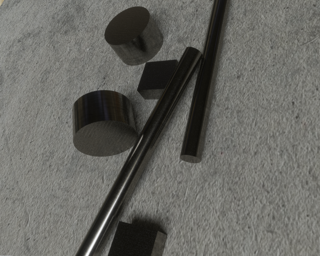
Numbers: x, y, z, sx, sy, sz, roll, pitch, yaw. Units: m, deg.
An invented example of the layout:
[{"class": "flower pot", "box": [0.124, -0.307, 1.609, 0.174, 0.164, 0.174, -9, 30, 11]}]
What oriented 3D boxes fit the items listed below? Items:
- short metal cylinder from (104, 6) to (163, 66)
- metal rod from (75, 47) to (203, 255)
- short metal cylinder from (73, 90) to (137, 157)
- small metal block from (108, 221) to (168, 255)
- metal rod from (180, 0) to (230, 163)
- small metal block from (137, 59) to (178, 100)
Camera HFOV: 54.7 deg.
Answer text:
[{"class": "short metal cylinder", "box": [-0.042, -0.148, 0.501, 0.080, 0.050, 0.080, -13, 56, 21]}, {"class": "metal rod", "box": [-0.022, 0.028, 0.385, 0.025, 0.025, 0.300, 19, 75, 35]}, {"class": "short metal cylinder", "box": [-0.074, -0.004, 0.410, 0.080, 0.080, 0.050, -24, 53, 14]}, {"class": "small metal block", "box": [-0.026, 0.134, 0.335, 0.050, 0.025, 0.050, 4, 63, 30]}, {"class": "metal rod", "box": [0.069, -0.095, 0.425, 0.025, 0.025, 0.300, 0, 62, 28]}, {"class": "small metal block", "box": [0.001, -0.069, 0.446, 0.050, 0.025, 0.050, 1, 62, 29]}]
